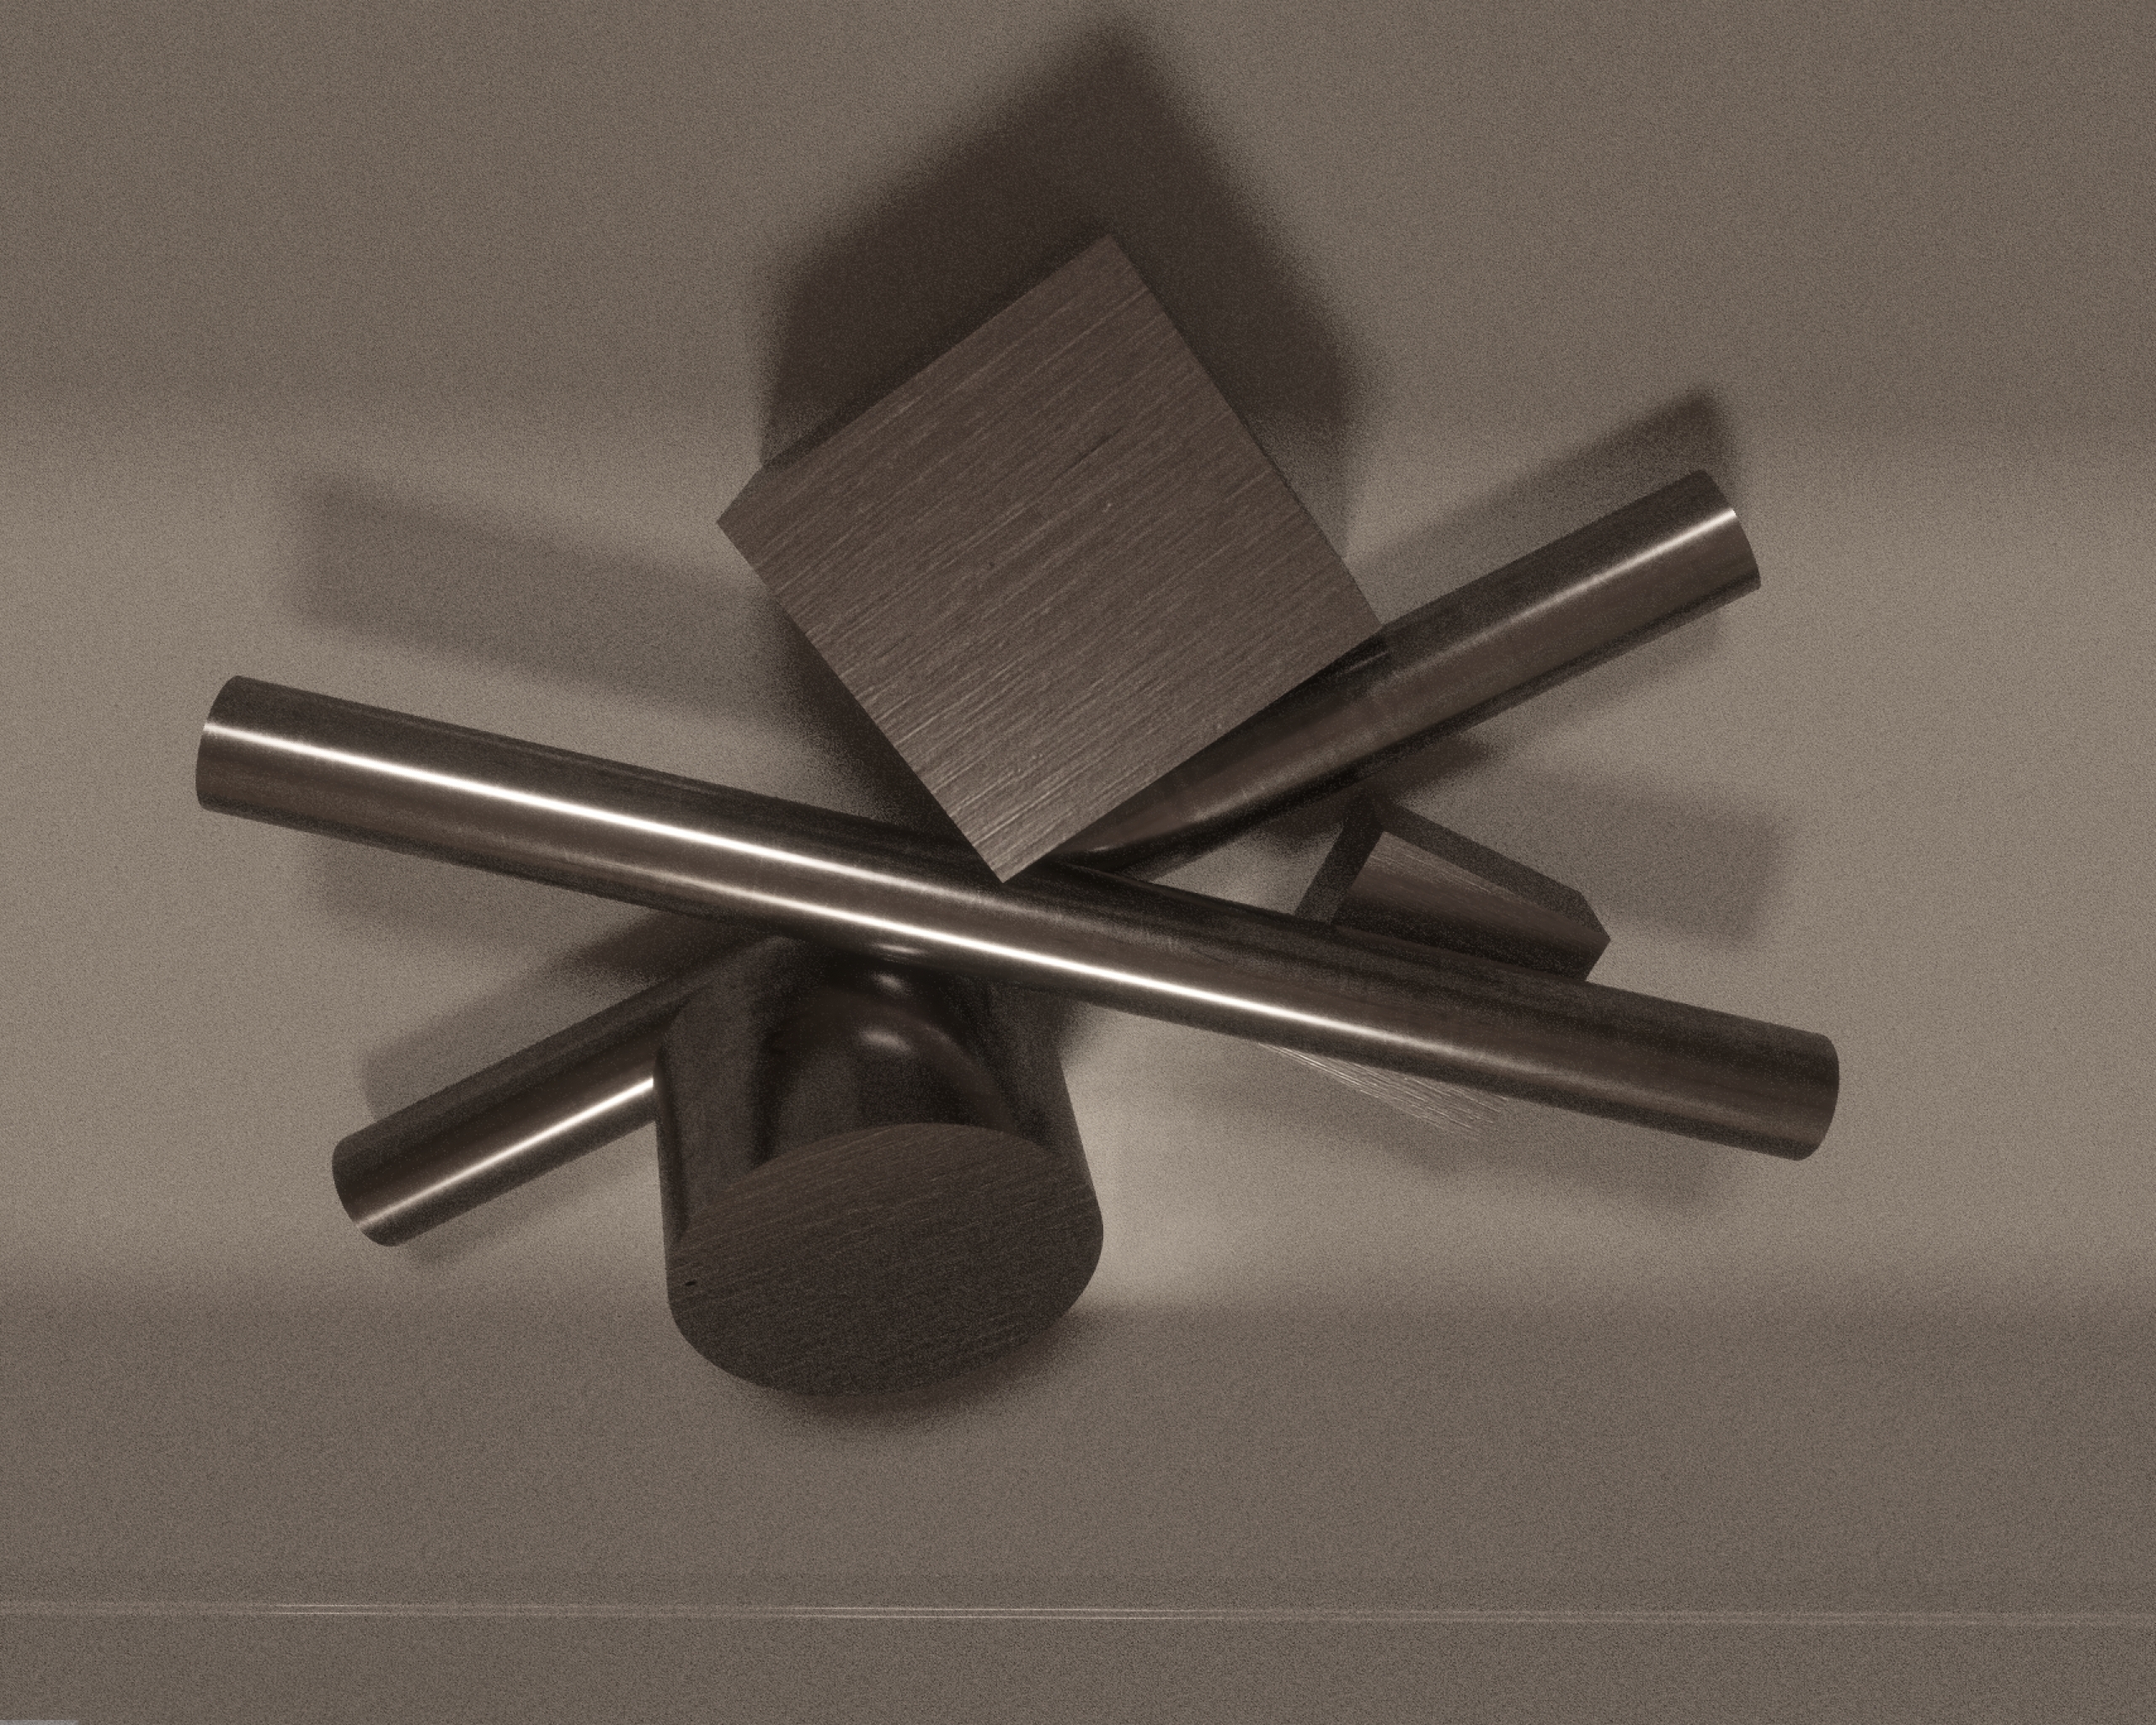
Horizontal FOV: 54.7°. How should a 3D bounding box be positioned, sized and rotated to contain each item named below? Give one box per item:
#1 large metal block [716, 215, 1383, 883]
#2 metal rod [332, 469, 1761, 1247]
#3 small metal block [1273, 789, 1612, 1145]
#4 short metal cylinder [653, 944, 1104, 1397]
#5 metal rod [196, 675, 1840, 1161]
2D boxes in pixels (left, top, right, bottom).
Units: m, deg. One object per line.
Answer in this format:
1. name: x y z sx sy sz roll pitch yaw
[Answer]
1. large metal block: -0.004 -0.057 0.375 0.080 0.050 0.080 -34 107 11
2. metal rod: -0.013 0.003 0.410 0.301 0.025 0.025 -26 108 8
3. small metal block: 0.069 0.021 0.417 0.050 0.025 0.050 25 108 -10
4. short metal cylinder: -0.040 0.058 0.402 0.081 0.050 0.079 -8 133 -9
5. metal rod: -0.006 0.012 0.387 0.302 0.025 0.025 13 110 -5
